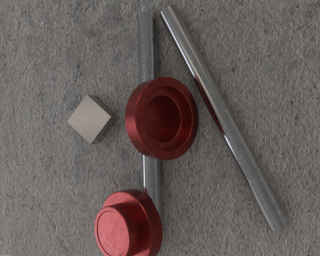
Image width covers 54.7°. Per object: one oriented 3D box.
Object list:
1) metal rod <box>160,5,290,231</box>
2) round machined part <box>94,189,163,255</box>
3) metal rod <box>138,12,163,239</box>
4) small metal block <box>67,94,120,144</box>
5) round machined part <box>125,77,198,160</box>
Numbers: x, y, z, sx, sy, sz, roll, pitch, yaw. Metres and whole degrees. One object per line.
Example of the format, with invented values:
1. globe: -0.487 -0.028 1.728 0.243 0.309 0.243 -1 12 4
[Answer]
1. metal rod: 0.075 -0.019 0.382 0.025 0.025 0.299 -28 81 18
2. round machined part: -0.047 0.131 0.399 0.098 0.042 0.097 1 91 41
3. metal rod: -0.013 -0.002 0.413 0.025 0.025 0.298 -2 89 20
4. small metal block: -0.095 -0.012 0.443 0.050 0.025 0.050 42 103 15
5. round machined part: -0.002 -0.011 0.379 0.042 0.099 0.097 -2 89 50
